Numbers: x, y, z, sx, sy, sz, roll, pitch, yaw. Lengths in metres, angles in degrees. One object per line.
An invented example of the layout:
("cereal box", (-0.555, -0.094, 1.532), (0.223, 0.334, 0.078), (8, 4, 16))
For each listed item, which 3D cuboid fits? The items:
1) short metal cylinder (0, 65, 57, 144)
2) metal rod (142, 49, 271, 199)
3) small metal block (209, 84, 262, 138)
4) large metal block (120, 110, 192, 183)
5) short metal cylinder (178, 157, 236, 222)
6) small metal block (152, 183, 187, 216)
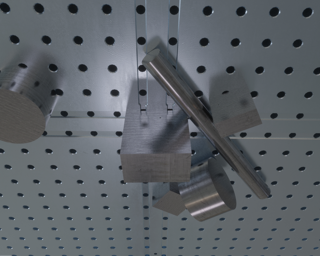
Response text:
("short metal cylinder", (-0.171, -0.027, 0.370), (0.081, 0.050, 0.079), (0, 130, 0))
("metal rod", (0.078, 0.012, 0.422), (0.025, 0.025, 0.300), (-29, 125, 22))
("small metal block", (0.091, -0.021, 0.378), (0.050, 0.050, 0.025), (-21, 127, 17))
("large metal block", (-0.004, 0.022, 0.394), (0.080, 0.080, 0.050), (-1, 130, 0))
("short metal cylinder", (0.069, 0.089, 0.452), (0.050, 0.080, 0.080), (-29, 125, 22))
("small metal block", (0.022, 0.114, 0.509), (0.050, 0.025, 0.050), (27, 125, -21))
